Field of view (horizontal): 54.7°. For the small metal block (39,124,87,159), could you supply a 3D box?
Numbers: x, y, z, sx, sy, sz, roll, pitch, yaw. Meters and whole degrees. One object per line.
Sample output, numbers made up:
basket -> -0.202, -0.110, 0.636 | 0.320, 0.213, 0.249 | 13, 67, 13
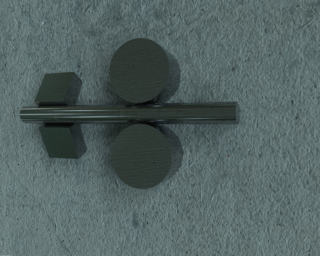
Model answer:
small metal block -> -0.139, 0.016, 0.449 | 0.050, 0.025, 0.050 | 1, 117, 19

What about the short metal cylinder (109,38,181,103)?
short metal cylinder -> -0.018, -0.071, 0.403 | 0.080, 0.050, 0.079 | 0, 90, 20

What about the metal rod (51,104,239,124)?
metal rod -> -0.046, -0.018, 0.426 | 0.301, 0.025, 0.025 | 0, 90, 19

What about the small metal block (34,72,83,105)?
small metal block -> -0.147, -0.053, 0.452 | 0.050, 0.025, 0.050 | 0, 63, 20

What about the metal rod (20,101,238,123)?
metal rod -> -0.054, -0.019, 0.403 | 0.301, 0.025, 0.025 | 0, 90, 20

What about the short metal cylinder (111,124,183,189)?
short metal cylinder -> -0.015, 0.035, 0.402 | 0.080, 0.050, 0.079 | 0, 90, 20
